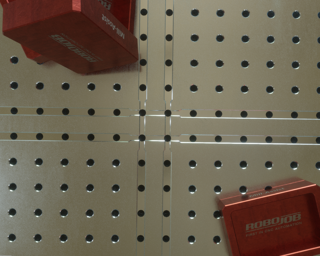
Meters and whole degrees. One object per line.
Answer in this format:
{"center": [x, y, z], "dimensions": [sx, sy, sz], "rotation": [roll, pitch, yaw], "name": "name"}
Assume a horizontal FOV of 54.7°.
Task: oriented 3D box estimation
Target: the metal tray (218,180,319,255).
{"center": [0.152, 0.129, 0.412], "dimensions": [0.131, 0.030, 0.089], "rotation": [-13, 90, -1], "name": "metal tray"}

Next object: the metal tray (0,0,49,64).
{"center": [-0.155, -0.163, 0.408], "dimensions": [0.090, 0.030, 0.129], "rotation": [-26, 90, -1], "name": "metal tray"}

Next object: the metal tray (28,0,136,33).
{"center": [-0.084, -0.159, 0.364], "dimensions": [0.030, 0.131, 0.089], "rotation": [4, 90, 38], "name": "metal tray"}

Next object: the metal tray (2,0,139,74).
{"center": [-0.091, -0.102, 0.346], "dimensions": [0.090, 0.130, 0.030], "rotation": [-8, 79, 20], "name": "metal tray"}
